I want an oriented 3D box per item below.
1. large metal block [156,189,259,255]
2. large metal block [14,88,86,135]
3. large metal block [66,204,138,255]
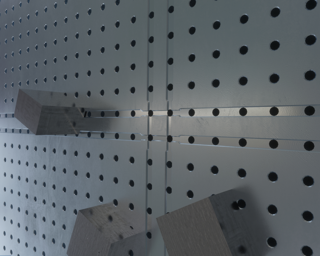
[{"bbox_3d":[0.052,0.124,0.351,0.080,0.050,0.080,-33,70,35],"label":"large metal block"},{"bbox_3d":[-0.189,-0.028,0.531,0.080,0.081,0.050,29,109,36],"label":"large metal block"},{"bbox_3d":[-0.089,0.175,0.468,0.080,0.050,0.080,30,109,36],"label":"large metal block"}]
